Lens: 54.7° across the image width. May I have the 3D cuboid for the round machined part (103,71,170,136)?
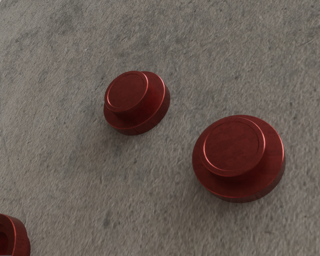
[{"bbox_3d":[-0.039,-0.042,0.437,0.098,0.042,0.098,-13,56,20],"label":"round machined part"}]

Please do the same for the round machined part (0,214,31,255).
[{"bbox_3d":[-0.209,0.164,0.399,0.098,0.042,0.098,-13,56,20],"label":"round machined part"}]

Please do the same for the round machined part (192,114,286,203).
[{"bbox_3d":[0.081,0.027,0.333,0.098,0.042,0.098,-13,56,20],"label":"round machined part"}]
